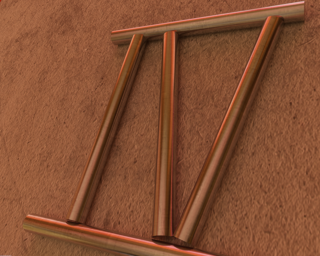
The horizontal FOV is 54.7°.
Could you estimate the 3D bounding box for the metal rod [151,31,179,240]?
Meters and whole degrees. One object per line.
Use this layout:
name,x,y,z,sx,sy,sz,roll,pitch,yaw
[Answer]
metal rod,0.010,-0.012,0.405,0.025,0.025,0.299,-11,57,22

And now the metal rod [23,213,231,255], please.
metal rod,-0.040,0.130,0.344,0.300,0.025,0.025,1,62,28

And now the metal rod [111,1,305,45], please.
metal rod,0.054,-0.154,0.470,0.300,0.025,0.025,1,62,28

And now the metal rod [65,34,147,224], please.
metal rod,-0.070,-0.015,0.448,0.025,0.025,0.300,1,62,28

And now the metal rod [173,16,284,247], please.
metal rod,0.088,-0.011,0.364,0.025,0.025,0.300,14,69,33
